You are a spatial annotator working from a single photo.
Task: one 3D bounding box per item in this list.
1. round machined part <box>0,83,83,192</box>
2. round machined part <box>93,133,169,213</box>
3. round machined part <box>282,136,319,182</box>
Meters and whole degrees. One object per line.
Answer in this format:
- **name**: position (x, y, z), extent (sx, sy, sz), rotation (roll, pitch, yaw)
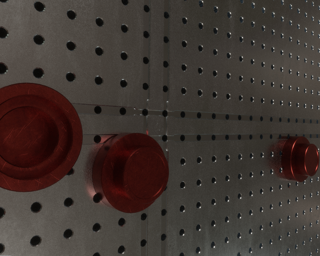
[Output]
- **round machined part**: position (-0.128, 0.008, 0.292), extent (0.099, 0.042, 0.097), rotation (0, 90, -40)
- **round machined part**: position (-0.028, 0.055, 0.377), extent (0.099, 0.042, 0.097), rotation (0, 90, -40)
- **round machined part**: position (0.302, 0.066, 0.656), extent (0.099, 0.042, 0.097), rotation (0, 90, -40)
